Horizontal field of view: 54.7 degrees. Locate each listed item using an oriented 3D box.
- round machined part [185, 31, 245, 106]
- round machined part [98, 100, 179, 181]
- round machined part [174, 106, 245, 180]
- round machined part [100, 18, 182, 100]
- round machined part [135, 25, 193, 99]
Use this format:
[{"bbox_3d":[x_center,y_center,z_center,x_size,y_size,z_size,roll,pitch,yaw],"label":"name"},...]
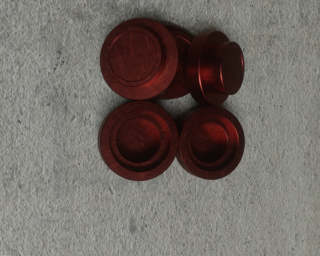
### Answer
[{"bbox_3d":[0.078,-0.078,0.408,0.099,0.042,0.097,-11,104,-50],"label":"round machined part"},{"bbox_3d":[-0.030,0.015,0.391,0.099,0.042,0.097,0,90,-21],"label":"round machined part"},{"bbox_3d":[0.063,0.019,0.426,0.099,0.042,0.097,0,90,-21],"label":"round machined part"},{"bbox_3d":[-0.026,-0.082,0.367,0.098,0.042,0.097,1,93,13],"label":"round machined part"},{"bbox_3d":[0.014,-0.087,0.407,0.099,0.042,0.097,0,90,-21],"label":"round machined part"}]
